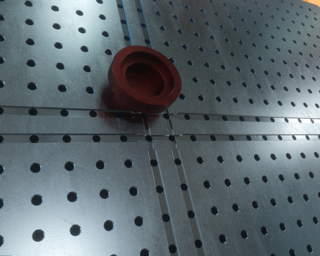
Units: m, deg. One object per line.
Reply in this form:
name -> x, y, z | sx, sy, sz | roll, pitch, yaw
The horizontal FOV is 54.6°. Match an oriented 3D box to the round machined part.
round machined part -> -0.023, -0.061, 0.421 | 0.099, 0.042, 0.098 | 13, 56, -21
